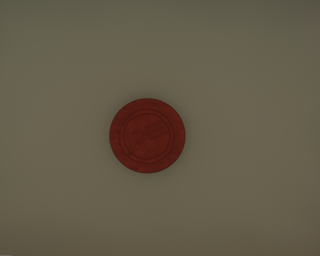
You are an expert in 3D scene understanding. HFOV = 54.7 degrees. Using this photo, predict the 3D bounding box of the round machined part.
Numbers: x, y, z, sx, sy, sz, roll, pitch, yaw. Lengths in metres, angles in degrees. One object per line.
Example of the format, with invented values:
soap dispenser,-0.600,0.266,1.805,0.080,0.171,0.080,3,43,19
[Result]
round machined part,-0.016,0.010,0.399,0.099,0.042,0.097,0,90,-1
